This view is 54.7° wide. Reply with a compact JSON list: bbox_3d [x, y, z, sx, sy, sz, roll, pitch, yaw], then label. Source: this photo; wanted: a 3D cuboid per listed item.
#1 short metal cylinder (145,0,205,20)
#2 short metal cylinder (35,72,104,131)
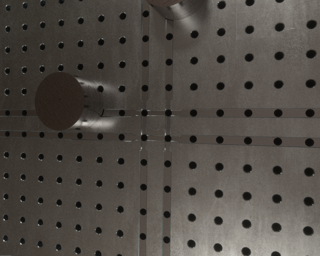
[{"bbox_3d":[0.017,-0.185,0.393,0.080,0.050,0.079,0,90,19],"label":"short metal cylinder"},{"bbox_3d":[-0.129,-0.036,0.443,0.080,0.050,0.079,0,90,19],"label":"short metal cylinder"}]
